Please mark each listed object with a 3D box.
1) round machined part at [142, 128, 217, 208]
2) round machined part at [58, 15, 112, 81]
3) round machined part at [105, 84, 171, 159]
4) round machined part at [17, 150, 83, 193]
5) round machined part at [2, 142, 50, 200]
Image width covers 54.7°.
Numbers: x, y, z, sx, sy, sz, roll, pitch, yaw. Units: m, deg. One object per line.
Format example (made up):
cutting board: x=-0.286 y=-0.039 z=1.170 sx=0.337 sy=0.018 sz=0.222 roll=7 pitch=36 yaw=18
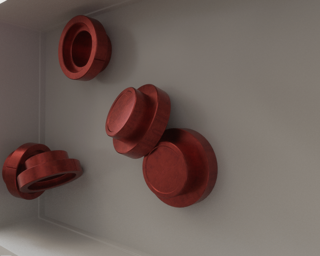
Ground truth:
round machined part: x=0.017 y=0.049 z=0.380 sx=0.098 sy=0.042 sz=0.097 roll=0 pitch=90 yaw=39
round machined part: x=-0.114 y=-0.122 z=0.487 sx=0.098 sy=0.042 sz=0.097 roll=0 pitch=90 yaw=39
round machined part: x=-0.034 y=-0.013 z=0.396 sx=0.098 sy=0.042 sz=0.098 roll=-35 pitch=41 yaw=38
round machined part: x=-0.180 y=0.068 z=0.505 sx=0.098 sy=0.099 sz=0.042 roll=-33 pitch=70 yaw=35
round machined part: x=-0.235 y=0.074 z=0.544 sx=0.042 sy=0.098 sz=0.097 roll=7 pitch=95 yaw=18
